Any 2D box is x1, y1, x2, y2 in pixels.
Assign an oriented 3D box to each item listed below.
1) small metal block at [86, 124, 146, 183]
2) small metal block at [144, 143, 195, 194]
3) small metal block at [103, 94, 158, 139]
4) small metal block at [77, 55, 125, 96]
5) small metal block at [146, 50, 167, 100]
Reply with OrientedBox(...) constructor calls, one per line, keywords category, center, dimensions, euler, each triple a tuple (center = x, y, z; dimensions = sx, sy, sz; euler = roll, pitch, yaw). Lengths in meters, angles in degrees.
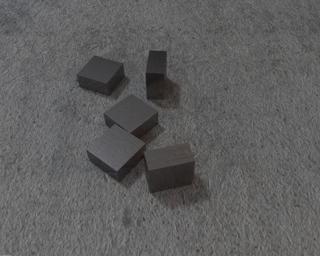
OrientedBox(category="small metal block", center=(-0.052, 0.030, 0.378), dimensions=(0.050, 0.025, 0.050), euler=(31, 57, 23))
OrientedBox(category="small metal block", center=(0.010, 0.046, 0.348), dimensions=(0.050, 0.050, 0.025), euler=(-11, 51, -9))
OrientedBox(category="small metal block", center=(-0.038, -0.013, 0.413), dimensions=(0.050, 0.025, 0.050), euler=(36, 58, 26))
OrientedBox(category="small metal block", center=(-0.089, -0.080, 0.470), dimensions=(0.050, 0.025, 0.050), euler=(18, 52, 14))
OrientedBox(category="small metal block", center=(-0.005, -0.077, 0.451), dimensions=(0.025, 0.050, 0.050), euler=(4, 50, 3))
